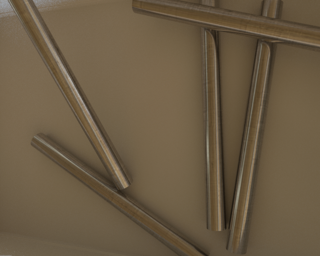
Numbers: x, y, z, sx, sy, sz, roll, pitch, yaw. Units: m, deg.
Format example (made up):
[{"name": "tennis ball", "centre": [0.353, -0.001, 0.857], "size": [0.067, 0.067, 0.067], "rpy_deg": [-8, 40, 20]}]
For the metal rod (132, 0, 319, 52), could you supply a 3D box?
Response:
[{"name": "metal rod", "centre": [0.106, -0.113, 0.345], "size": [0.301, 0.025, 0.025], "rpy_deg": [19, 96, 18]}]

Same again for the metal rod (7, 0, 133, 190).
[{"name": "metal rod", "centre": [-0.113, -0.051, 0.390], "size": [0.025, 0.025, 0.299], "rpy_deg": [-21, 106, 19]}]

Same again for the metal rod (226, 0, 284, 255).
[{"name": "metal rod", "centre": [0.112, 0.001, 0.370], "size": [0.025, 0.025, 0.298], "rpy_deg": [8, 93, 20]}]

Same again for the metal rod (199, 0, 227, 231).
[{"name": "metal rod", "centre": [0.066, -0.025, 0.387], "size": [0.025, 0.025, 0.298], "rpy_deg": [-2, 89, 20]}]

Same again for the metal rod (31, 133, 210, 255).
[{"name": "metal rod", "centre": [-0.066, 0.093, 0.433], "size": [0.300, 0.025, 0.025], "rpy_deg": [32, 100, 17]}]
